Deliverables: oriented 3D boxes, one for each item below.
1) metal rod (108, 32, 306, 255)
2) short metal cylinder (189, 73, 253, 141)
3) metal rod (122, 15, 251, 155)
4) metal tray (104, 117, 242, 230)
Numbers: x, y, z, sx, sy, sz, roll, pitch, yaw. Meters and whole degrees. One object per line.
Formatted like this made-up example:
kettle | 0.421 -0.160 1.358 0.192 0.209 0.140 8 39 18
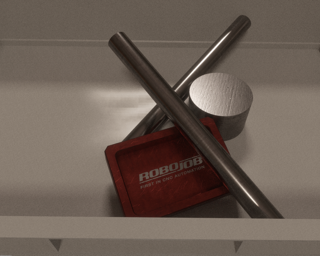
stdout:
metal rod | 0.039 0.005 0.337 0.025 0.025 0.300 -32 73 -24
short metal cylinder | 0.078 -0.029 0.414 0.081 0.050 0.080 1 50 0
metal rod | 0.042 -0.065 0.433 0.025 0.025 0.301 31 64 23
metal tray | 0.014 0.048 0.345 0.131 0.030 0.090 -16 69 -14
